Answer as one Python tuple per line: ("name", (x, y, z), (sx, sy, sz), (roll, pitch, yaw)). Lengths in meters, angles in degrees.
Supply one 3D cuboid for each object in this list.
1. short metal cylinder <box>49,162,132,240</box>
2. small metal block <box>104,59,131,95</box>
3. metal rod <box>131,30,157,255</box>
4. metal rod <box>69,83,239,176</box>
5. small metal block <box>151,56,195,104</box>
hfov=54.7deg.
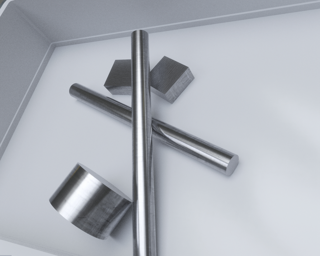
("short metal cylinder", (-0.078, 0.084, 0.359), (0.080, 0.080, 0.050), (28, 77, 37))
("small metal block", (-0.052, -0.079, 0.479), (0.050, 0.025, 0.050), (5, 64, 30))
("metal rod", (-0.022, 0.007, 0.382), (0.025, 0.025, 0.299), (-12, 66, 21))
("metal rod", (-0.030, -0.011, 0.426), (0.300, 0.025, 0.025), (25, 75, 36))
("small metal block", (0.012, -0.069, 0.441), (0.050, 0.025, 0.050), (35, 81, 38))
